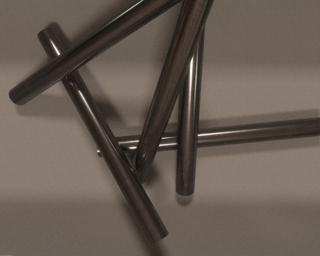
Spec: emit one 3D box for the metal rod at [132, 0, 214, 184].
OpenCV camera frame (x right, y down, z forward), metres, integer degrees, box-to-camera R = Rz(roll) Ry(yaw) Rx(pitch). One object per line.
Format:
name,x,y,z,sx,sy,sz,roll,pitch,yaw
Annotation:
metal rod,0.010,-0.045,0.324,0.025,0.025,0.298,19,128,-1

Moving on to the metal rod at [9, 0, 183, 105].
metal rod,-0.068,-0.095,0.341,0.300,0.025,0.025,-24,91,28

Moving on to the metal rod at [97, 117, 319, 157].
metal rod,0.069,0.012,0.412,0.302,0.025,0.025,-6,90,-1

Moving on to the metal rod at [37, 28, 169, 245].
metal rod,-0.075,0.003,0.388,0.025,0.025,0.299,-30,82,0

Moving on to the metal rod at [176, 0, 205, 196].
metal rod,0.034,-0.052,0.352,0.025,0.025,0.298,0,115,0
